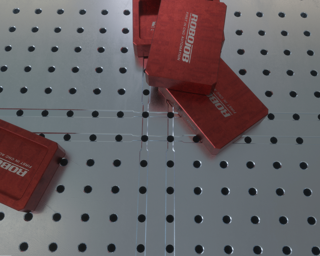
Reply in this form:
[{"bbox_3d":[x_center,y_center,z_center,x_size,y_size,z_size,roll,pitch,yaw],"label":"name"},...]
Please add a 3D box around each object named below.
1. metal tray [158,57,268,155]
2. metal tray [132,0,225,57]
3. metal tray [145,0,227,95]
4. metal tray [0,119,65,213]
[{"bbox_3d":[0.070,-0.040,0.424,0.090,0.030,0.130,-34,74,-12],"label":"metal tray"},{"bbox_3d":[0.025,-0.156,0.466,0.131,0.030,0.090,-2,70,-1],"label":"metal tray"},{"bbox_3d":[0.036,-0.114,0.419,0.090,0.030,0.130,10,70,3],"label":"metal tray"},{"bbox_3d":[-0.202,0.040,0.393,0.130,0.030,0.090,21,71,7],"label":"metal tray"}]
